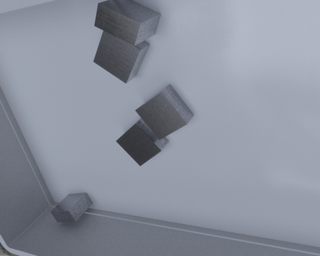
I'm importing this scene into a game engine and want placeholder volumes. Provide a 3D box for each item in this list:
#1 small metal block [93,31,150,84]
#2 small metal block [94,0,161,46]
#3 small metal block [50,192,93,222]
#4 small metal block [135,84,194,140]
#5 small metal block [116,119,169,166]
[{"bbox_3d":[-0.047,-0.091,0.377,0.050,0.025,0.050,34,129,5],"label":"small metal block"},{"bbox_3d":[-0.034,-0.118,0.338,0.050,0.050,0.025,29,128,10],"label":"small metal block"},{"bbox_3d":[-0.161,0.146,0.568,0.050,0.050,0.025,-12,112,33],"label":"small metal block"},{"bbox_3d":[0.006,-0.019,0.394,0.050,0.025,0.050,-32,101,38],"label":"small metal block"},{"bbox_3d":[-0.025,0.018,0.433,0.050,0.025,0.050,47,129,-5],"label":"small metal block"}]
